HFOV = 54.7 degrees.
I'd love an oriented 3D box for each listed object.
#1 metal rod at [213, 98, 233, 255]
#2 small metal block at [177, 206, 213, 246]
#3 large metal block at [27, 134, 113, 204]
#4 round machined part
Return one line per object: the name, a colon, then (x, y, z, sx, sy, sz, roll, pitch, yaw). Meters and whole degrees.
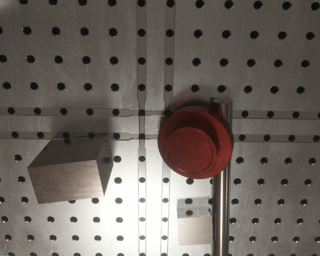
metal rod: (0.090, 0.104, 0.453, 0.025, 0.025, 0.298, -3, 110, 1)
small metal block: (0.052, 0.148, 0.469, 0.050, 0.025, 0.050, -4, 110, 1)
large metal block: (-0.110, 0.050, 0.401, 0.080, 0.080, 0.050, -7, 110, 2)
round machined part: (0.043, 0.024, 0.399, 0.098, 0.042, 0.097, 7, 112, 17)
